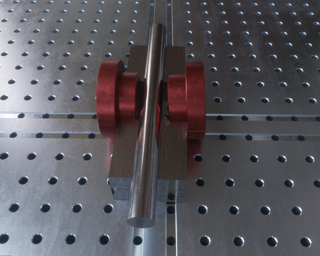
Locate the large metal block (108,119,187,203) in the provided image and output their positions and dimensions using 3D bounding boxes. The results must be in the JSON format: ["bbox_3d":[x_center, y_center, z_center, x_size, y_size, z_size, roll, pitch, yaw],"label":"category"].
[{"bbox_3d":[-0.011,0.037,0.360,0.080,0.050,0.080,2,50,2],"label":"large metal block"}]

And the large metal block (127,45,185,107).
[{"bbox_3d":[-0.005,-0.076,0.455,0.080,0.050,0.080,2,50,1],"label":"large metal block"}]

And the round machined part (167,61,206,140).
[{"bbox_3d":[0.033,-0.033,0.388,0.042,0.098,0.098,-2,50,5],"label":"round machined part"}]

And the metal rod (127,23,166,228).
[{"bbox_3d":[-0.010,-0.031,0.369,0.025,0.025,0.300,2,50,2],"label":"metal rod"}]

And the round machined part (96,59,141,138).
[{"bbox_3d":[-0.048,-0.036,0.389,0.042,0.097,0.098,1,50,1],"label":"round machined part"}]
